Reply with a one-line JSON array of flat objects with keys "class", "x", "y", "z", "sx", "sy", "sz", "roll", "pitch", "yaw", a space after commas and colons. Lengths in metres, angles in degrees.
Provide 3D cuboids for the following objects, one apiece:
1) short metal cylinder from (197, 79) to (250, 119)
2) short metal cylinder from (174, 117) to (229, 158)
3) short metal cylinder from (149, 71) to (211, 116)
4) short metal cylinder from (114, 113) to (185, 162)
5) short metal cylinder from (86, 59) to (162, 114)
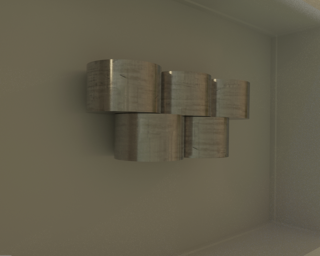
[{"class": "short metal cylinder", "x": 0.086, "y": -0.038, "z": 0.440, "sx": 0.081, "sy": 0.080, "sz": 0.050, "roll": 2, "pitch": 89, "yaw": -40}, {"class": "short metal cylinder", "x": 0.051, "y": 0.012, "z": 0.411, "sx": 0.081, "sy": 0.080, "sz": 0.050, "roll": 1, "pitch": 90, "yaw": -40}, {"class": "short metal cylinder", "x": 0.024, "y": -0.039, "z": 0.388, "sx": 0.081, "sy": 0.080, "sz": 0.050, "roll": 1, "pitch": 90, "yaw": -40}, {"class": "short metal cylinder", "x": -0.012, "y": 0.010, "z": 0.358, "sx": 0.081, "sy": 0.080, "sz": 0.050, "roll": 1, "pitch": 90, "yaw": -40}, {"class": "short metal cylinder", "x": -0.039, "y": -0.041, "z": 0.336, "sx": 0.081, "sy": 0.080, "sz": 0.050, "roll": 1, "pitch": 90, "yaw": -40}]
